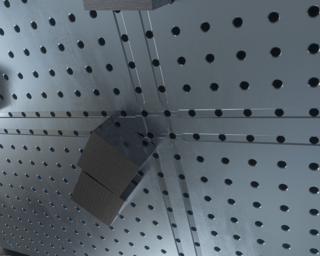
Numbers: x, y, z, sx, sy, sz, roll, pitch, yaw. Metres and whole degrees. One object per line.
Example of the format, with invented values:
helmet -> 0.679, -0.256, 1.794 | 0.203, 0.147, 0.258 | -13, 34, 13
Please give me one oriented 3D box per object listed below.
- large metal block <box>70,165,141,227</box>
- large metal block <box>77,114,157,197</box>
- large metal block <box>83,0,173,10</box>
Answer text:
large metal block -> -0.090, 0.101, 0.506 | 0.080, 0.050, 0.080 | 34, 129, 5
large metal block -> -0.065, 0.041, 0.456 | 0.080, 0.050, 0.080 | 37, 129, 3
large metal block -> -0.036, -0.165, 0.313 | 0.080, 0.050, 0.080 | 9, 123, 23
